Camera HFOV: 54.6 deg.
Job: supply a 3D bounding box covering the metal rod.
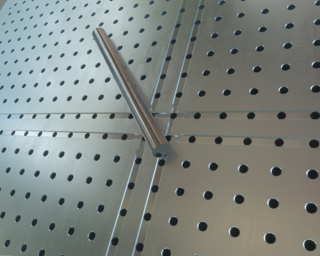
[{"bbox_3d":[-0.056,-0.074,0.483,0.025,0.025,0.300,-34,51,6],"label":"metal rod"}]
